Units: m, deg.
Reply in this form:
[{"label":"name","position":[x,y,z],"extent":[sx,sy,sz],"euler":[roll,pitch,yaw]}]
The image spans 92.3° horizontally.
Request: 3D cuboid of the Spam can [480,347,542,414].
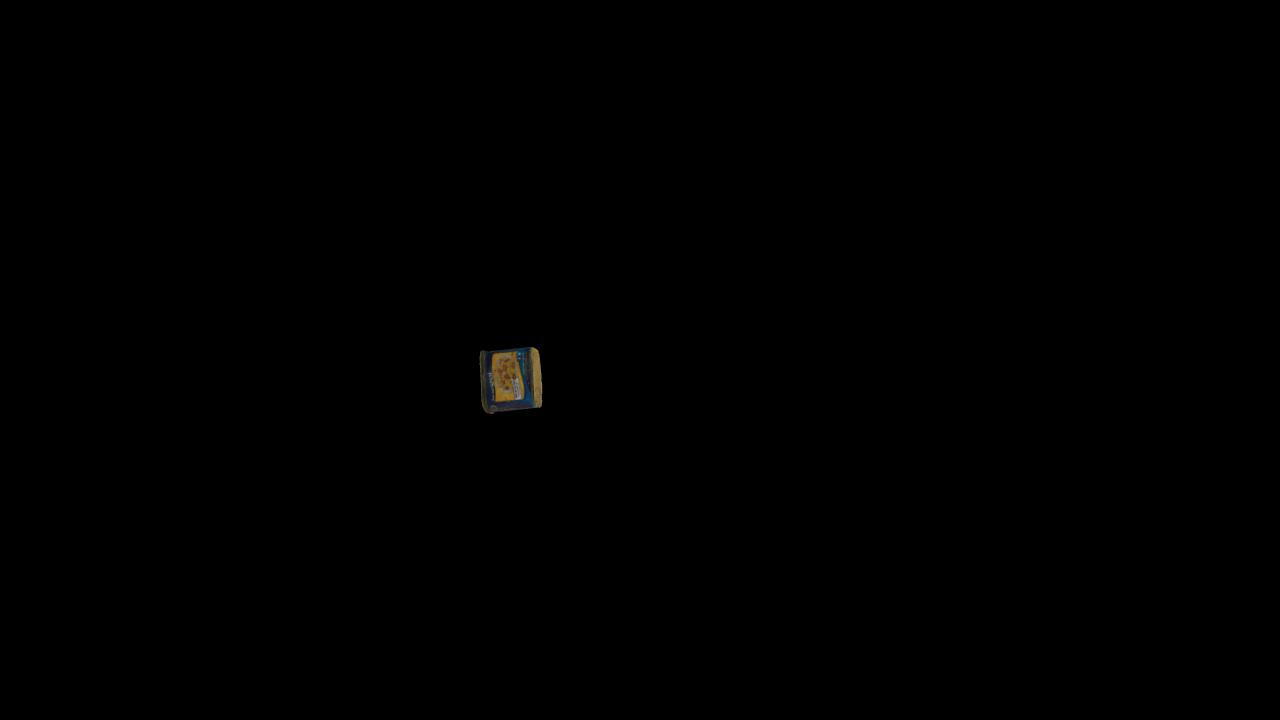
[{"label":"Spam can","position":[-0.205,0.031,0.986],"extent":[0.085,0.101,0.058],"euler":[-6,-9,5]}]
